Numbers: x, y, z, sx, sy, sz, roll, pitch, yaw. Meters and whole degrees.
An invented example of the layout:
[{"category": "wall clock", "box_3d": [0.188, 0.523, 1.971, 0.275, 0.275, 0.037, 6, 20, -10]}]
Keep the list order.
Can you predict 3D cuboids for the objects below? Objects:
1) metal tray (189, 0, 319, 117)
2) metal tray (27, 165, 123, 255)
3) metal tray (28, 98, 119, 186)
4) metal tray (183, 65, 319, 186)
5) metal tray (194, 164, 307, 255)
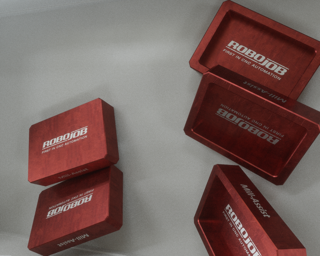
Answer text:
[{"category": "metal tray", "box_3d": [0.112, -0.082, 0.367, 0.130, 0.030, 0.090, 33, 100, 17]}, {"category": "metal tray", "box_3d": [-0.112, 0.109, 0.421, 0.130, 0.030, 0.090, -25, 42, 18]}, {"category": "metal tray", "box_3d": [-0.125, 0.021, 0.436, 0.130, 0.030, 0.090, -19, 63, 18]}, {"category": "metal tray", "box_3d": [0.099, -0.004, 0.351, 0.130, 0.030, 0.089, 30, 129, 17]}, {"category": "metal tray", "box_3d": [0.082, 0.109, 0.320, 0.030, 0.130, 0.089, 6, 116, -19]}]
